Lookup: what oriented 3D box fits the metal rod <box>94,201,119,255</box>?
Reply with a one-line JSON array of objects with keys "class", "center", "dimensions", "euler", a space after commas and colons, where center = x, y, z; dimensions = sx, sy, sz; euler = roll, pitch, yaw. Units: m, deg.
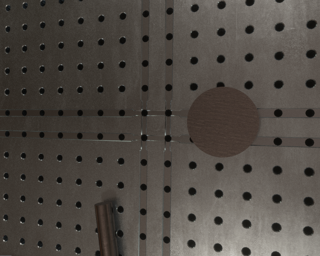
[{"class": "metal rod", "center": [-0.061, 0.255, 0.432], "dimensions": [0.025, 0.025, 0.298], "euler": [-8, 87, 19]}]

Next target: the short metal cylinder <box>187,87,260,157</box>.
[{"class": "short metal cylinder", "center": [0.078, -0.007, 0.371], "dimensions": [0.080, 0.050, 0.079], "euler": [0, 90, 19]}]
